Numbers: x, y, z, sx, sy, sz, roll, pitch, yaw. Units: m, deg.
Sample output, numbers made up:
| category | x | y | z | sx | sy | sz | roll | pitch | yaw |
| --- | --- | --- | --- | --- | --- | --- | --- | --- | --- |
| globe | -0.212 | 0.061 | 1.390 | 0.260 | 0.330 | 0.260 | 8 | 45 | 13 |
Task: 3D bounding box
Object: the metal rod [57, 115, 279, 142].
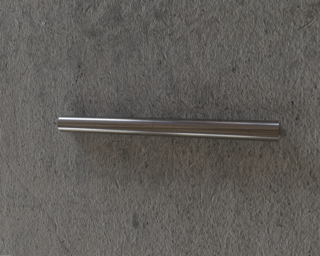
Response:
| category | x | y | z | sx | sy | sz | roll | pitch | yaw |
| --- | --- | --- | --- | --- | --- | --- | --- | --- | --- |
| metal rod | -0.003 | -0.001 | 0.412 | 0.301 | 0.025 | 0.025 | 2 | 91 | 20 |
